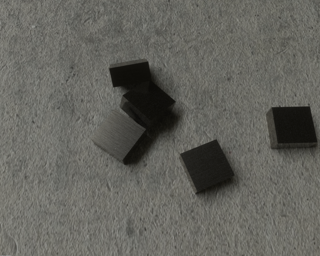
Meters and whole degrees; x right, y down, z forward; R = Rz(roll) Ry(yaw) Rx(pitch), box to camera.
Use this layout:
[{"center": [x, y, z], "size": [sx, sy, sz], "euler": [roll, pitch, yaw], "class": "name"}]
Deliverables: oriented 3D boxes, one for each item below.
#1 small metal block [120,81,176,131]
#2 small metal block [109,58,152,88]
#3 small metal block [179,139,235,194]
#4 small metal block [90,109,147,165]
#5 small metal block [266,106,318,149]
[{"center": [-0.016, -0.031, 0.411], "size": [0.050, 0.025, 0.050], "euler": [42, 55, 13], "class": "small metal block"}, {"center": [-0.041, -0.076, 0.419], "size": [0.050, 0.050, 0.025], "euler": [-11, 108, -4], "class": "small metal block"}, {"center": [0.058, 0.049, 0.391], "size": [0.050, 0.025, 0.050], "euler": [-21, 72, -8], "class": "small metal block"}, {"center": [-0.053, 0.011, 0.403], "size": [0.050, 0.025, 0.050], "euler": [33, 74, 11], "class": "small metal block"}, {"center": [0.172, 0.000, 0.409], "size": [0.050, 0.025, 0.050], "euler": [-1, 70, -1], "class": "small metal block"}]
